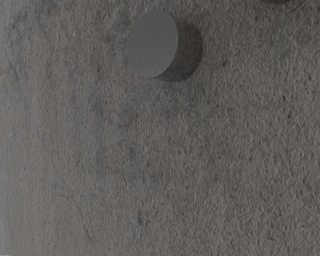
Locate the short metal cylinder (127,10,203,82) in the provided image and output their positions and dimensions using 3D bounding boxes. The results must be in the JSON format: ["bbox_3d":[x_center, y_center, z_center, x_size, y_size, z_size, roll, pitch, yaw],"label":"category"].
[{"bbox_3d":[0.005,-0.099,0.384,0.080,0.050,0.080,0,90,40],"label":"short metal cylinder"}]

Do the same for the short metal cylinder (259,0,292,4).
[{"bbox_3d":[0.111,-0.168,0.297,0.080,0.050,0.080,0,90,40],"label":"short metal cylinder"}]
